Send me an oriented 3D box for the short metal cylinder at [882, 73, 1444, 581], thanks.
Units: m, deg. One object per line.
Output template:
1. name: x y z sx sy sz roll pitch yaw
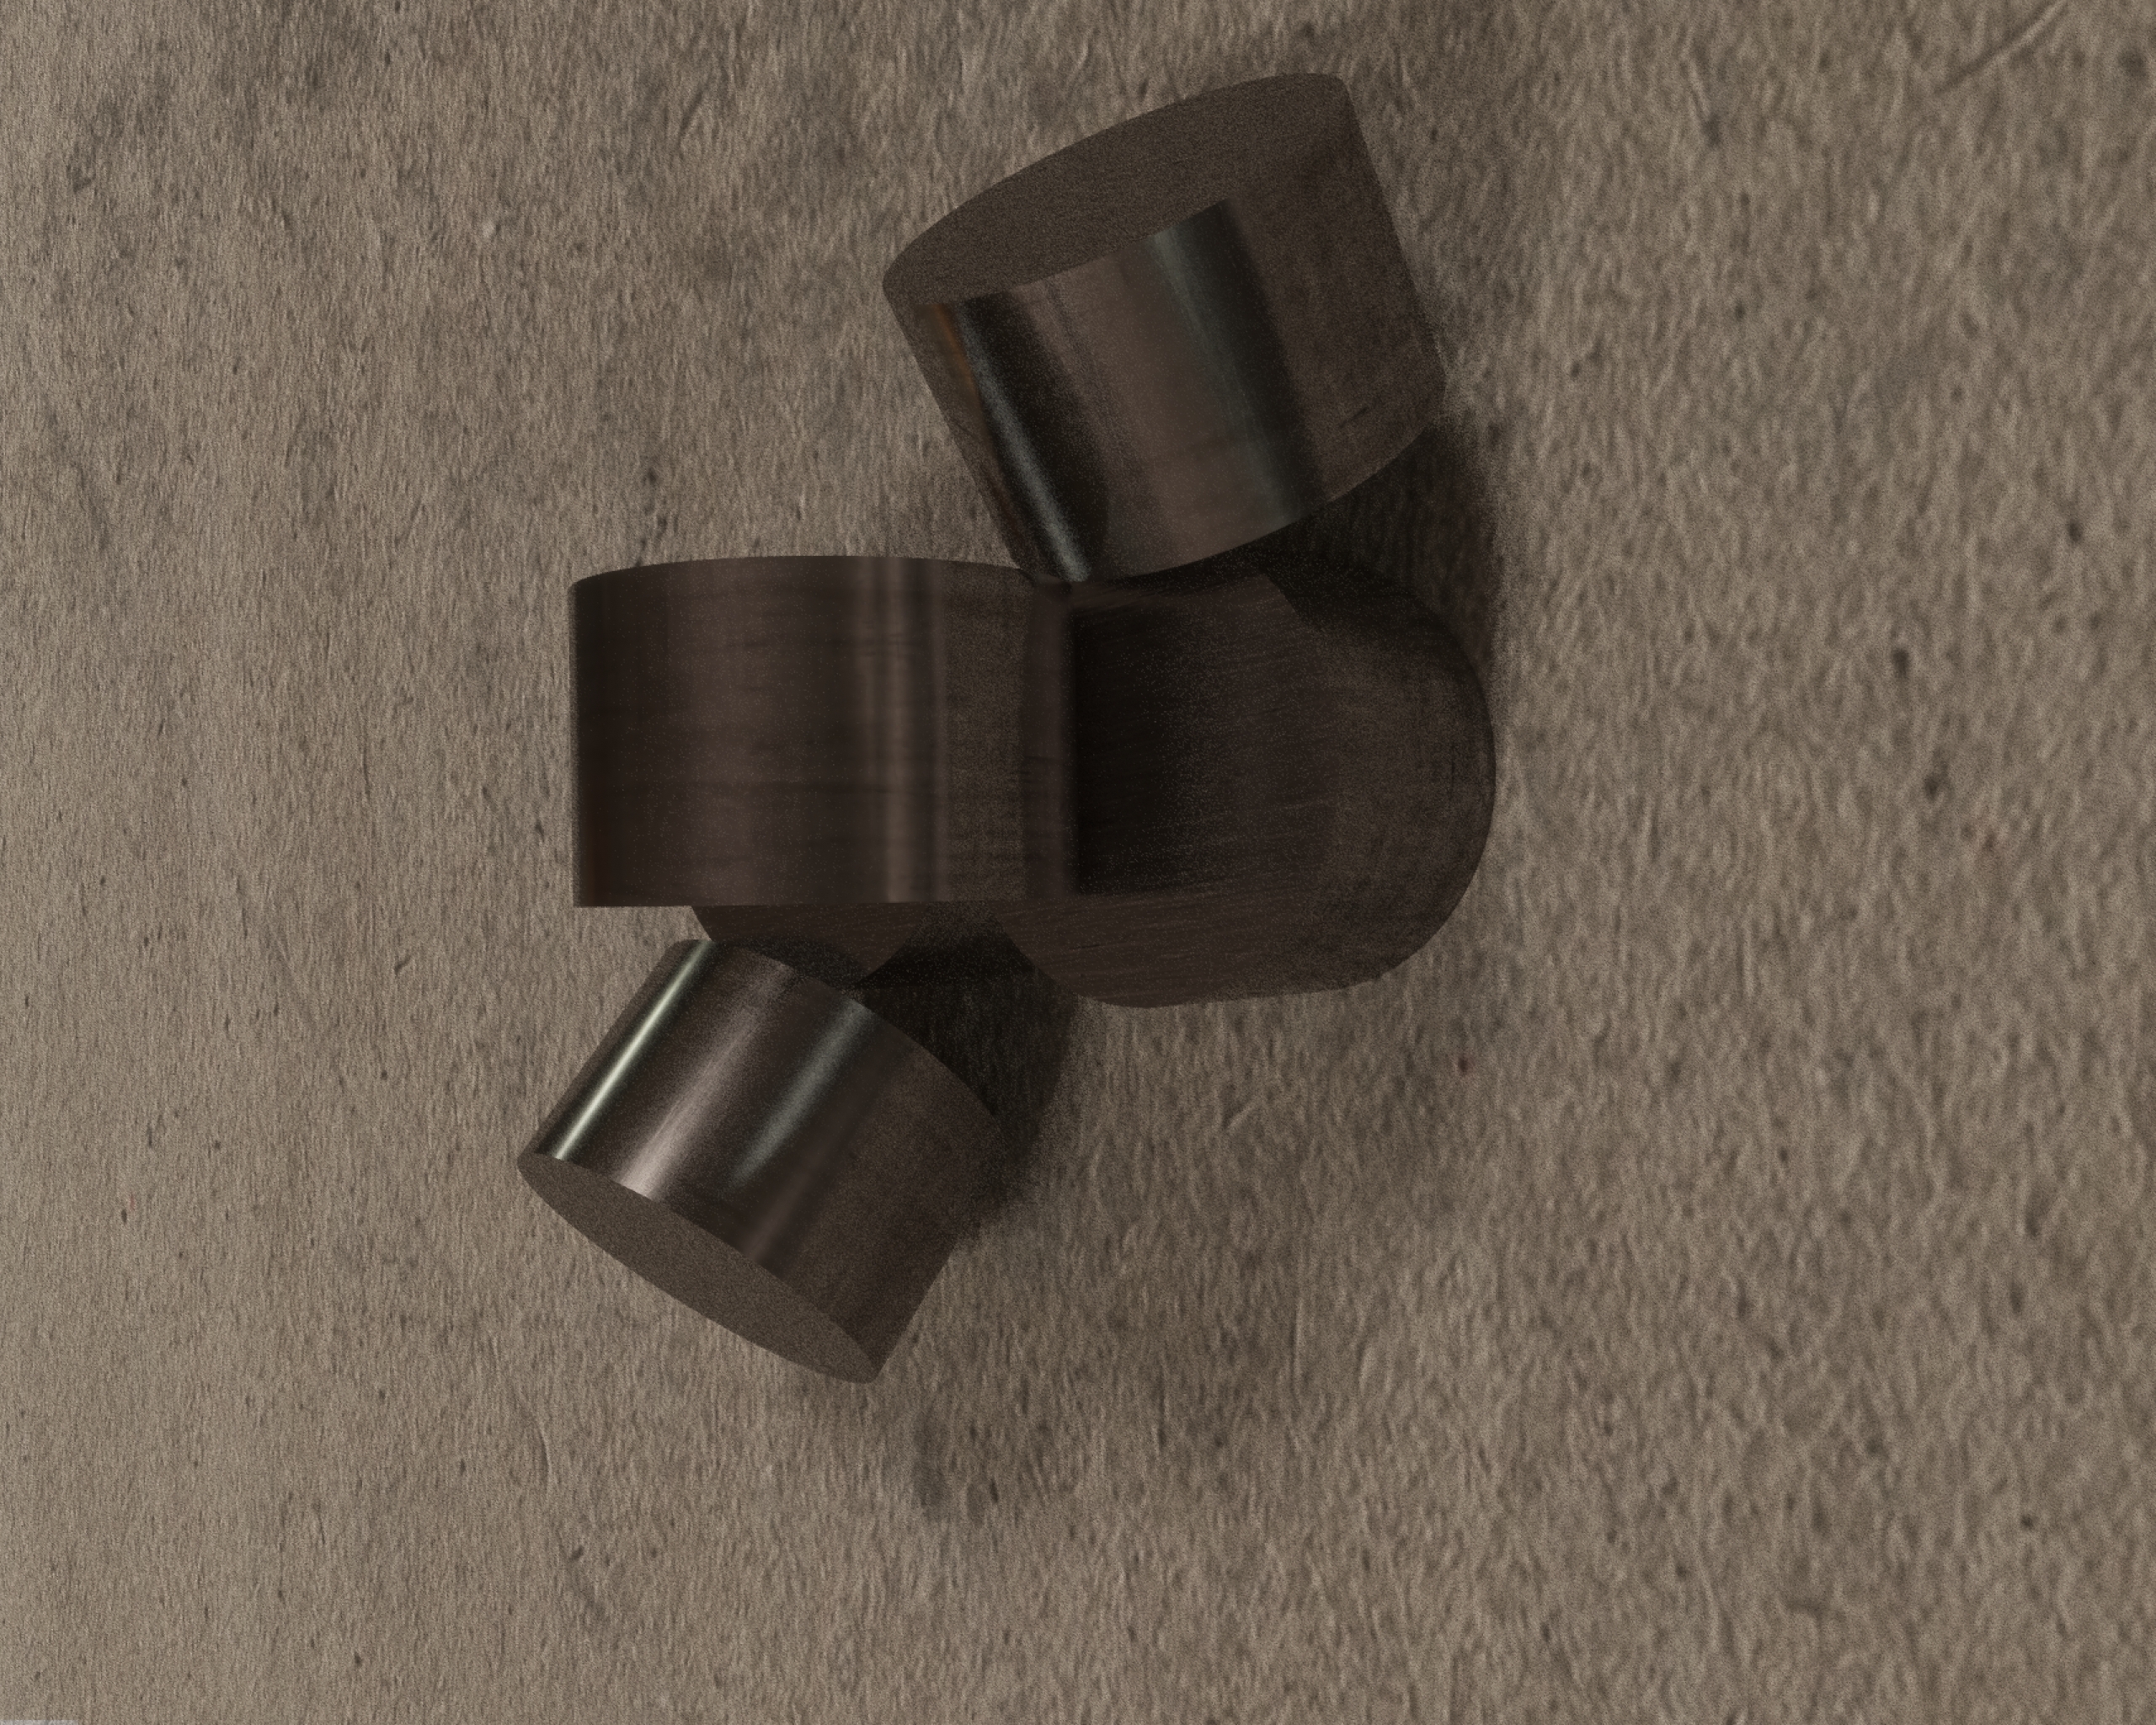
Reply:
1. short metal cylinder: 0.015 -0.090 0.348 0.080 0.080 0.050 1 129 39

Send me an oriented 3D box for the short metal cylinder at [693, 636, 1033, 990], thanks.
1. short metal cylinder: -0.037 -0.015 0.417 0.080 0.050 0.079 0 90 39

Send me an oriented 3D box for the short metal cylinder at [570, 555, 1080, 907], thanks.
1. short metal cylinder: -0.040 -0.018 0.337 0.080 0.081 0.050 -2 89 39

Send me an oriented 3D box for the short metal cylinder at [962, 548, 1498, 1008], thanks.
1. short metal cylinder: 0.026 -0.016 0.367 0.080 0.050 0.079 0 90 39

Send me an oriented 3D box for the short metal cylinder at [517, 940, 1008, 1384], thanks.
1. short metal cylinder: -0.061 0.059 0.410 0.080 0.080 0.050 10 57 39
